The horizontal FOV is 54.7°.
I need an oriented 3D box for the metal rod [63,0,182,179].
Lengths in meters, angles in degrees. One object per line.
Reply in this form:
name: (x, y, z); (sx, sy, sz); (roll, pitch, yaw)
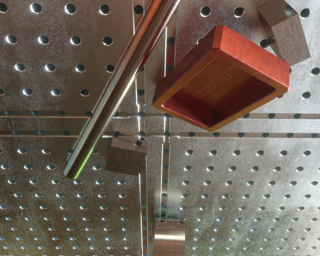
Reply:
metal rod: (-0.060, -0.033, 0.382); (0.025, 0.025, 0.298); (23, 126, -19)

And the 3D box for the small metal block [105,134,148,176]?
small metal block: (-0.049, 0.040, 0.445); (0.050, 0.025, 0.050); (12, 129, -11)

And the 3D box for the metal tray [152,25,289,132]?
metal tray: (0.060, -0.044, 0.338); (0.091, 0.030, 0.129); (23, 151, -19)

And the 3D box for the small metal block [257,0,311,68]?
small metal block: (0.125, -0.097, 0.314); (0.025, 0.050, 0.050); (-25, 126, 17)

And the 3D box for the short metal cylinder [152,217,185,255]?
short metal cylinder: (0.012, 0.200, 0.546); (0.050, 0.080, 0.079); (5, 130, -4)
